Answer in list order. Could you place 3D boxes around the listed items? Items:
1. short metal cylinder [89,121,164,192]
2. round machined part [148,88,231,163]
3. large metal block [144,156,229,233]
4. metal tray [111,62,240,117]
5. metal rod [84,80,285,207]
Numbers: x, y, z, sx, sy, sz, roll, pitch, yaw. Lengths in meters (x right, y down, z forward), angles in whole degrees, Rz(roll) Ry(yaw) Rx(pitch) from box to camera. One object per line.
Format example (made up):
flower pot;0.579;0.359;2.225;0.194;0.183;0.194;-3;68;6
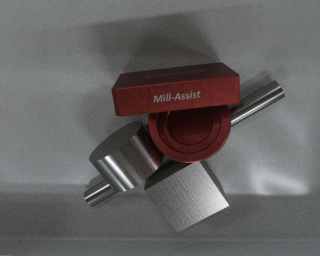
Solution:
short metal cylinder;-0.042;0.035;0.393;0.080;0.080;0.050;-32;107;10
round machined part;0.038;-0.006;0.384;0.098;0.042;0.097;-1;85;14
large metal block;0.035;0.082;0.426;0.080;0.050;0.080;-31;108;10
metal tray;0.017;-0.047;0.357;0.131;0.090;0.030;-6;110;1
metal rod;0.025;0.026;0.420;0.300;0.025;0.025;-31;108;10
